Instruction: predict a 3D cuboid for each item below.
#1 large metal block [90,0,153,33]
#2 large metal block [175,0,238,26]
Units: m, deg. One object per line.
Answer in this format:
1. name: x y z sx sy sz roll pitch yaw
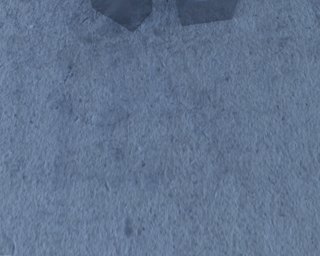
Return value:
1. large metal block: -0.059 -0.200 0.451 0.080 0.080 0.050 33 73 11
2. large metal block: 0.066 -0.209 0.472 0.081 0.050 0.080 -9 70 -4
